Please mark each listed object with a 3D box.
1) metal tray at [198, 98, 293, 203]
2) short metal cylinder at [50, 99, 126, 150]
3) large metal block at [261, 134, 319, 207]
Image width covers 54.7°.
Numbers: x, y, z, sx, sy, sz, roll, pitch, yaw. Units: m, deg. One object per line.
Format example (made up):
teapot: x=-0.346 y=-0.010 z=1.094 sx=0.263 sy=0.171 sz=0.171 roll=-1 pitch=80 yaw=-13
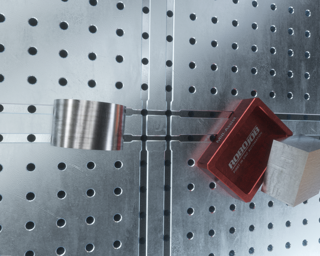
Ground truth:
metal tray: x=0.128 y=0.031 z=0.456 sx=0.090 sy=0.030 sz=0.130 roll=41 pitch=77 yaw=-15
short metal cylinder: x=-0.081 y=-0.003 z=0.354 sx=0.081 sy=0.080 sz=0.050 roll=5 pitch=89 yaw=-20
large metal block: x=0.198 y=0.058 z=0.447 sx=0.081 sy=0.050 sz=0.079 roll=-7 pitch=112 yaw=-40
